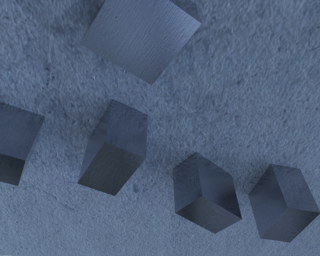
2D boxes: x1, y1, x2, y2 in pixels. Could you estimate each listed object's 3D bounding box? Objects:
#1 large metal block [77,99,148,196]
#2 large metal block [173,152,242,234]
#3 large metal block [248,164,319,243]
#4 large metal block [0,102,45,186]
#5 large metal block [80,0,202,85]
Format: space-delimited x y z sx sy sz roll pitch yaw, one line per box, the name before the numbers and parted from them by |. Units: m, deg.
large metal block | -0.058 0.025 0.391 0.050 0.080 0.080 24 126 -20
large metal block | 0.067 0.095 0.453 0.080 0.080 0.050 34 122 -26
large metal block | 0.184 0.114 0.471 0.050 0.080 0.079 11 129 -10
large metal block | -0.198 0.015 0.381 0.080 0.080 0.050 20 127 -17
large metal block | -0.019 -0.102 0.303 0.080 0.050 0.080 28 125 -22
